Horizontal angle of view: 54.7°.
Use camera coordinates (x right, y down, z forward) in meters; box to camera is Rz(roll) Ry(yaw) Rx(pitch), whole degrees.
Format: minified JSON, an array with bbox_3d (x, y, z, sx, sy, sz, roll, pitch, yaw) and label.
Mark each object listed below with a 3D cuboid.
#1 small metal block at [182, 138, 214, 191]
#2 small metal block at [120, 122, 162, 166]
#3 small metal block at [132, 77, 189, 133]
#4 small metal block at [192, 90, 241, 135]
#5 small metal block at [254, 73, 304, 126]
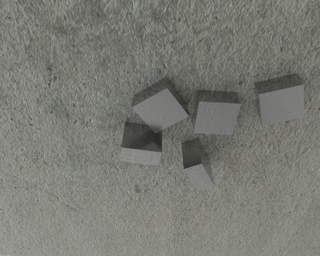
[{"bbox_3d":[0.053,0.051,0.434,0.025,0.050,0.050,-20,128,16],"label":"small metal block"},{"bbox_3d":[-0.024,0.020,0.408,0.050,0.050,0.025,8,130,-7],"label":"small metal block"},{"bbox_3d":[0.001,-0.027,0.384,0.050,0.025,0.050,-27,125,21],"label":"small metal block"},{"bbox_3d":[0.070,-0.019,0.391,0.050,0.025,0.050,3,130,-3],"label":"small metal block"},{"bbox_3d":[0.146,-0.034,0.380,0.050,0.025,0.050,-13,129,10],"label":"small metal block"}]
